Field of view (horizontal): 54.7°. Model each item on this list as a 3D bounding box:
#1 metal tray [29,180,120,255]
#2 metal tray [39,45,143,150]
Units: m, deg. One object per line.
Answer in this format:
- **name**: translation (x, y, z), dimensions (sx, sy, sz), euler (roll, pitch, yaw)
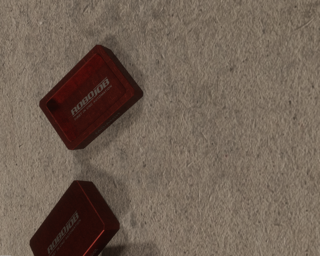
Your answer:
- **metal tray**: translation (-0.123, 0.149, 0.433), dimensions (0.130, 0.030, 0.090), euler (-52, 55, 12)
- **metal tray**: translation (-0.100, -0.041, 0.440), dimensions (0.130, 0.030, 0.090), euler (-40, 78, 15)
